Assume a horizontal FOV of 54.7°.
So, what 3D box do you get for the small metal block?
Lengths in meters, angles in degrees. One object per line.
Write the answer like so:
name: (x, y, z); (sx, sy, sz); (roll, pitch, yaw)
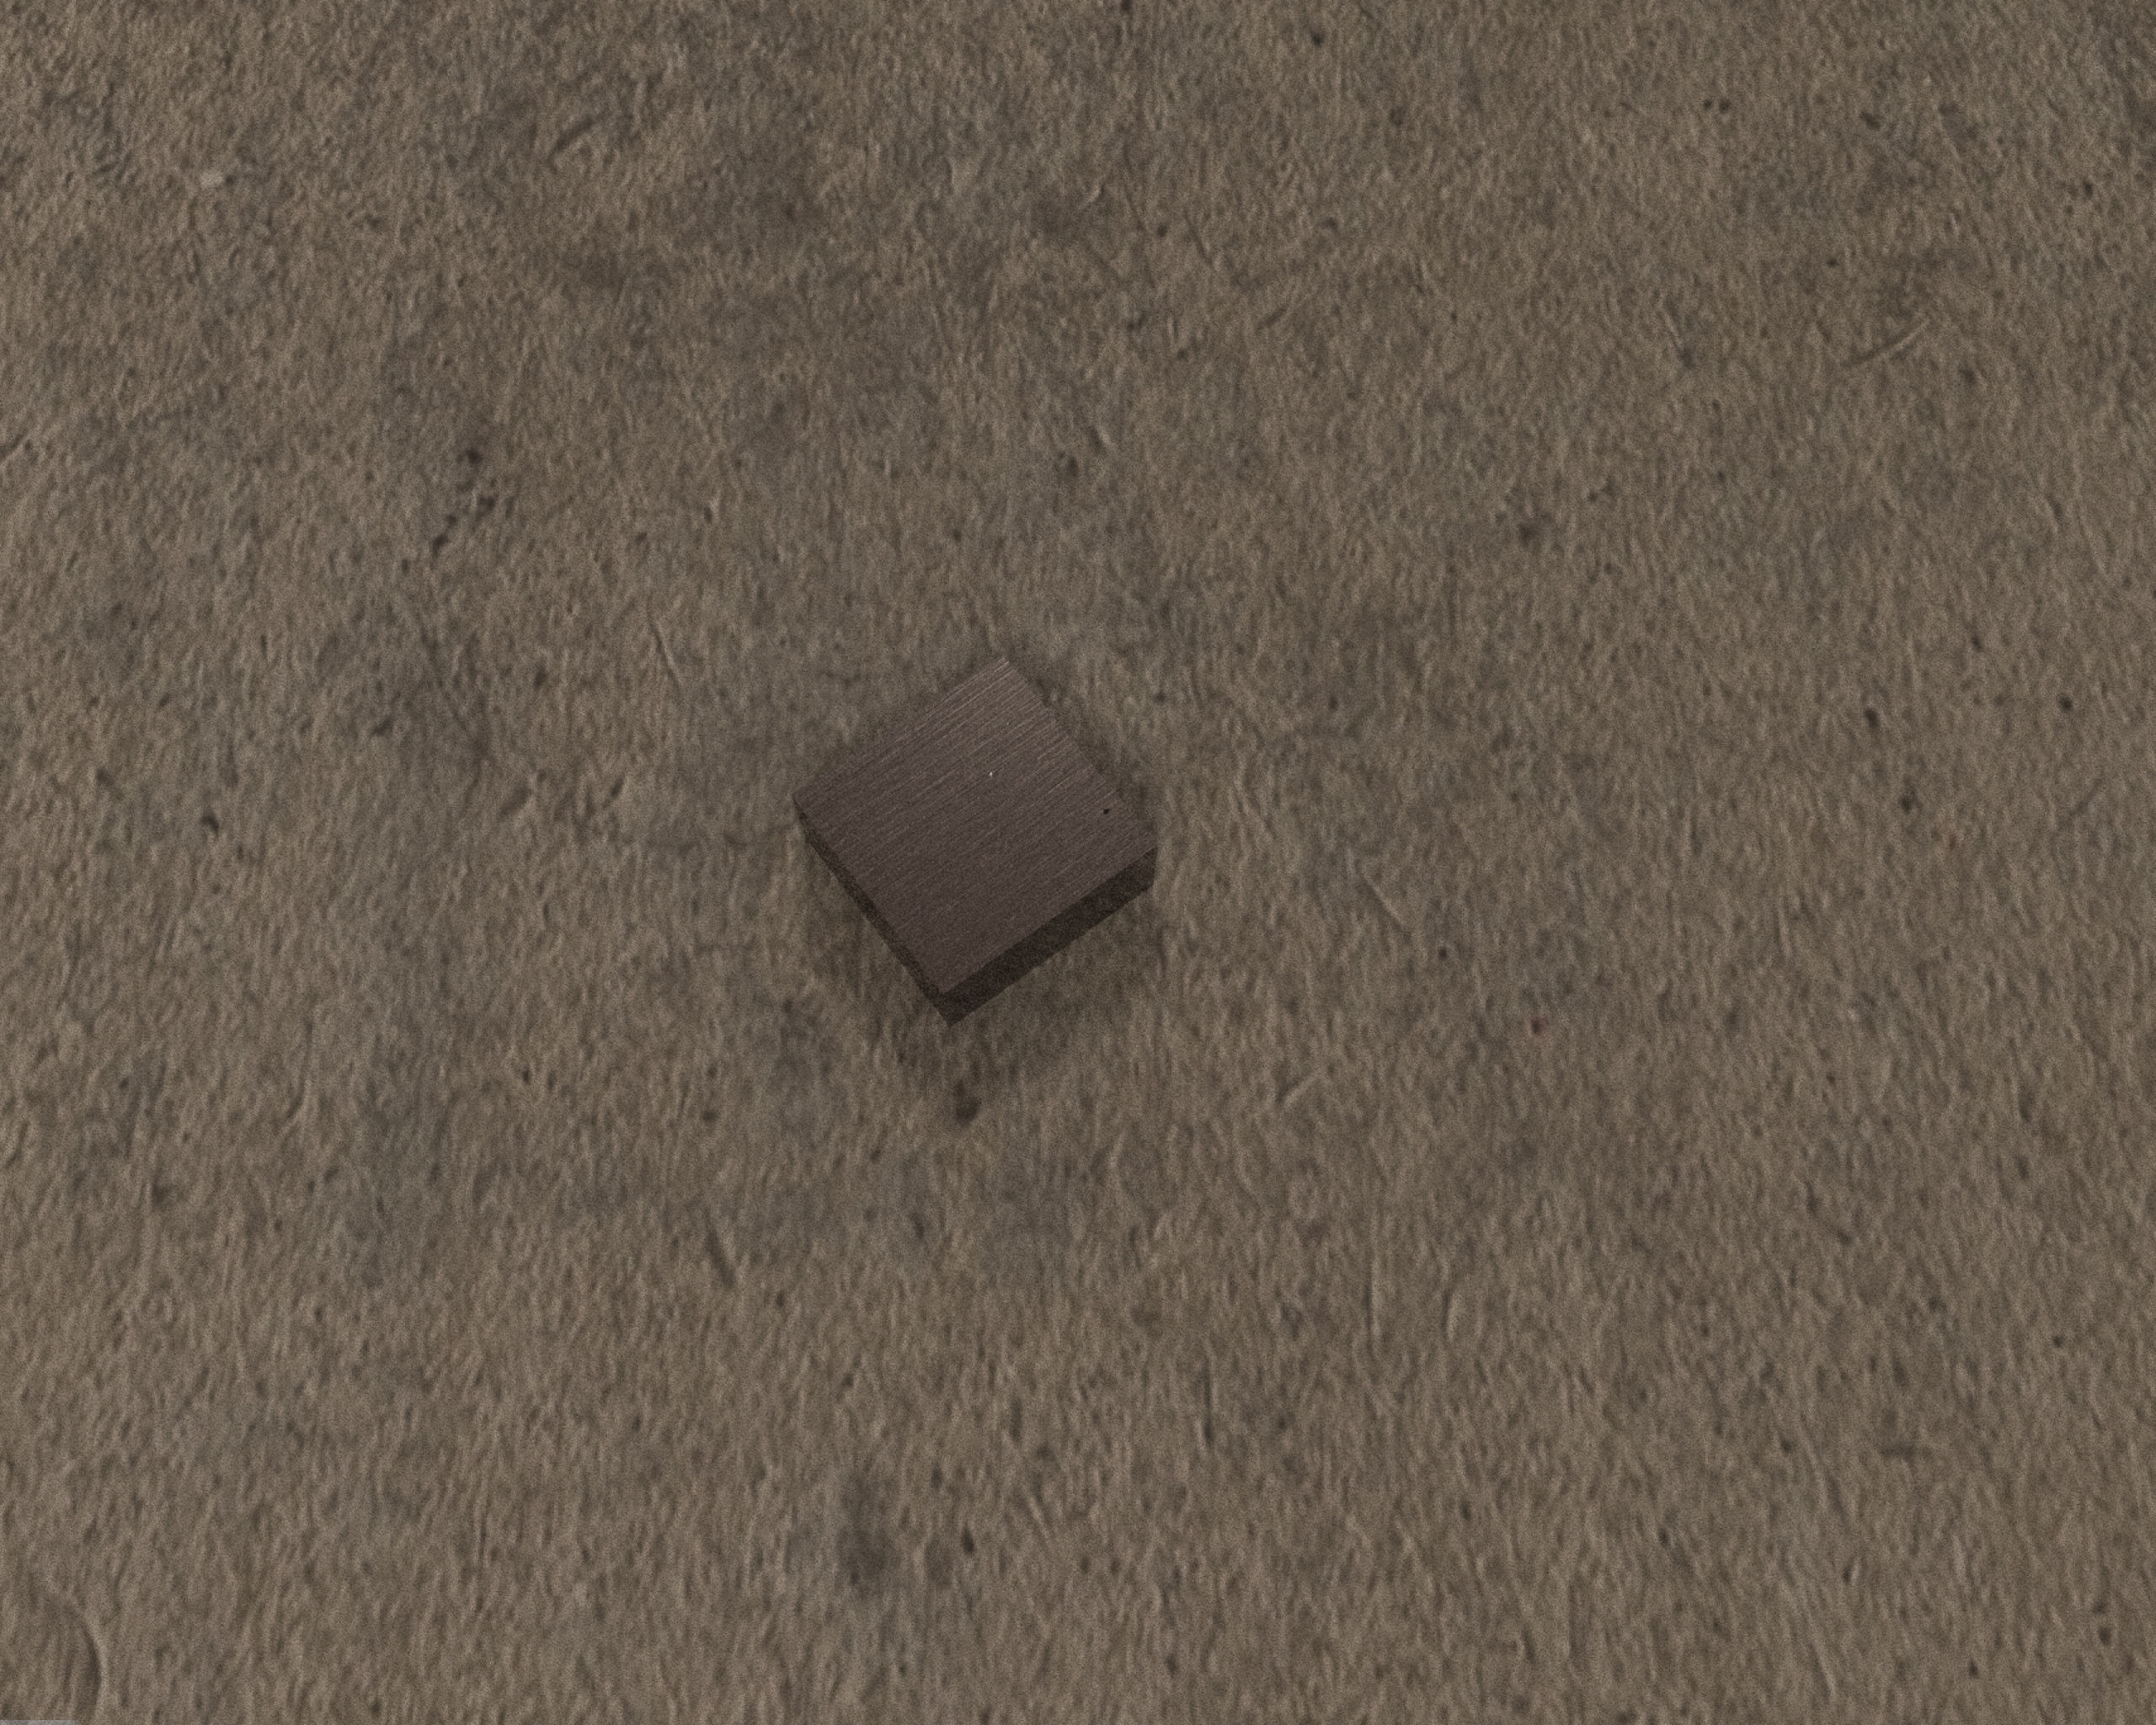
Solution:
small metal block: (-0.020, -0.004, 0.411); (0.050, 0.025, 0.050); (-35, 74, -12)
